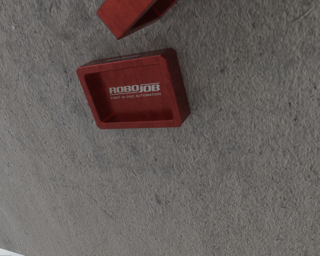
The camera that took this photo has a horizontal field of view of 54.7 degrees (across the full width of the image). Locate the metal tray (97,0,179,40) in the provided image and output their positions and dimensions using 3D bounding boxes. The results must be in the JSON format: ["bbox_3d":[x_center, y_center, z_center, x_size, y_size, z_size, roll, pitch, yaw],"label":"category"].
[{"bbox_3d":[0.011,-0.138,0.272,0.130,0.090,0.030,-34,99,38],"label":"metal tray"}]

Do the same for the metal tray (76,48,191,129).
[{"bbox_3d":[-0.034,-0.045,0.393,0.130,0.030,0.089,-2,118,29],"label":"metal tray"}]
